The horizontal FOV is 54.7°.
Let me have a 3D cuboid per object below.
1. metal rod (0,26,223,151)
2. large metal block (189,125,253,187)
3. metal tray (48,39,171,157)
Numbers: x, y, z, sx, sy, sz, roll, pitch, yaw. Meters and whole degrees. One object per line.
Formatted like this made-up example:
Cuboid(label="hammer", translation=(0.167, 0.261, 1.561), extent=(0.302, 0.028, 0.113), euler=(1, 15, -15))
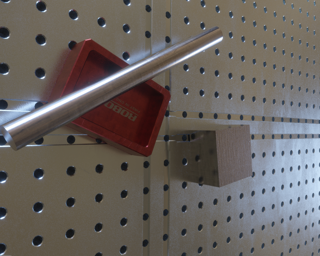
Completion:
Cuboid(label="metal rod", translation=(-0.025, -0.061, 0.347), extent=(0.302, 0.025, 0.025), euler=(-34, 111, -35))
Cuboid(label="large metal block", translation=(0.094, 0.038, 0.471), extent=(0.081, 0.050, 0.079), euler=(-8, 95, -40))
Cuboid(label="metal tray", translation=(-0.053, -0.029, 0.360), extent=(0.131, 0.030, 0.090), euler=(29, 72, -36))
